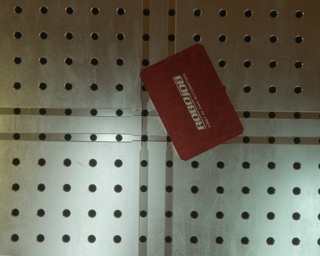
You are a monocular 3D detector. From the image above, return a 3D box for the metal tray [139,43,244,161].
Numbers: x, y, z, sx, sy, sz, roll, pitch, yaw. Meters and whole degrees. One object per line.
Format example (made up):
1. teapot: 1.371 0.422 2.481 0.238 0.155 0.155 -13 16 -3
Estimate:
1. metal tray: 0.041 -0.033 0.411 0.090 0.030 0.130 -26 90 0
